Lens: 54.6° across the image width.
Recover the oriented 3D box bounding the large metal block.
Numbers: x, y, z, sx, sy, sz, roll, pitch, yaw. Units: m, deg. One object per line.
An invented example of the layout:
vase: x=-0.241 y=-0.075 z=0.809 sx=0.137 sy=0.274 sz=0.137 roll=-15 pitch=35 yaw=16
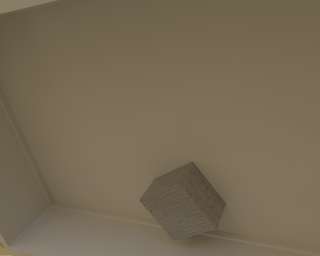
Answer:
large metal block: x=0.032 y=0.105 z=0.441 sx=0.080 sy=0.050 sz=0.080 roll=-31 pitch=101 yaw=38
